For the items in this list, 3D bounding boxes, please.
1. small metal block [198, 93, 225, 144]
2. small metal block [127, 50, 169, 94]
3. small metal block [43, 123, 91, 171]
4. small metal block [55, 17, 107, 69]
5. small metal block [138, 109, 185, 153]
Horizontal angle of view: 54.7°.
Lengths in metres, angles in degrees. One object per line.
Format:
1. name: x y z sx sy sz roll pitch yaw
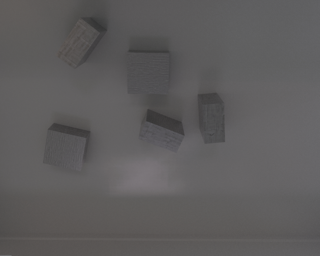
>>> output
1. small metal block: 0.065 -0.014 0.393 0.025 0.050 0.050 -5 110 2
2. small metal block: -0.014 -0.070 0.385 0.050 0.025 0.050 1 110 -1
3. small metal block: -0.126 0.026 0.420 0.050 0.025 0.050 13 110 -5
4. small metal block: -0.090 -0.100 0.360 0.025 0.050 0.050 37 106 -13
5. small metal block: 0.002 0.003 0.399 0.050 0.050 0.025 21 109 -8
